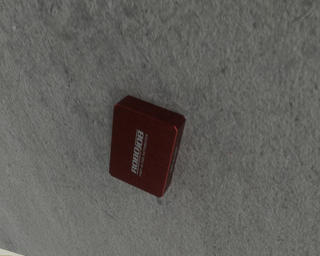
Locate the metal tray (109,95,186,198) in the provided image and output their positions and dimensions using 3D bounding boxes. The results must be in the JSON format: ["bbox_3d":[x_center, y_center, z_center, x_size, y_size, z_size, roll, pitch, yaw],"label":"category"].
[{"bbox_3d":[-0.022,0.028,0.433,0.090,0.030,0.129,21,127,15],"label":"metal tray"}]
